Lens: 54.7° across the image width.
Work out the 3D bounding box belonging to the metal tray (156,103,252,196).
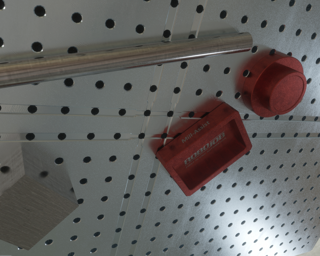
[{"bbox_3d":[0.070,0.034,0.466,0.130,0.030,0.090,-37,129,-4],"label":"metal tray"}]

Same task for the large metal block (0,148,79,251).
[{"bbox_3d":[-0.158,0.085,0.361,0.080,0.050,0.080,-42,130,0],"label":"large metal block"}]

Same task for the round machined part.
[{"bbox_3d":[0.176,-0.058,0.460,0.099,0.042,0.097,-14,124,-21],"label":"round machined part"}]

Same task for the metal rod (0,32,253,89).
[{"bbox_3d":[-0.025,-0.080,0.347,0.302,0.025,0.025,-13,124,-21],"label":"metal rod"}]
